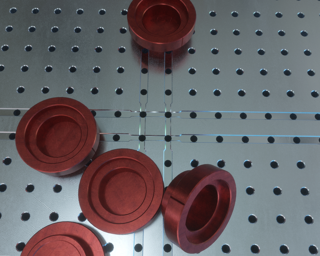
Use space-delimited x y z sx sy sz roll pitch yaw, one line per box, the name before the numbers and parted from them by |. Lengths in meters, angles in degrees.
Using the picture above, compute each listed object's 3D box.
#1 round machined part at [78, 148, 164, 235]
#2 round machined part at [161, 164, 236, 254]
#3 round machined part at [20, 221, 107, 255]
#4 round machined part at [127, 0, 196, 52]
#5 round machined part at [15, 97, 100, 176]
round machined part | -0.043 0.077 0.372 0.099 0.042 0.098 -1 68 3
round machined part | 0.040 0.087 0.352 0.042 0.098 0.098 21 67 45
round machined part | -0.110 0.155 0.345 0.099 0.042 0.098 0 70 -1
round machined part | 0.002 -0.154 0.459 0.099 0.042 0.098 0 70 -1
round machined part | -0.126 0.013 0.396 0.099 0.042 0.098 0 70 -1
